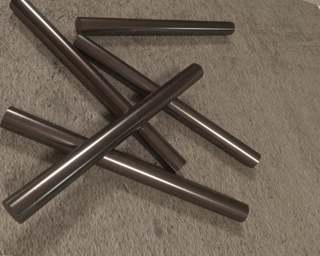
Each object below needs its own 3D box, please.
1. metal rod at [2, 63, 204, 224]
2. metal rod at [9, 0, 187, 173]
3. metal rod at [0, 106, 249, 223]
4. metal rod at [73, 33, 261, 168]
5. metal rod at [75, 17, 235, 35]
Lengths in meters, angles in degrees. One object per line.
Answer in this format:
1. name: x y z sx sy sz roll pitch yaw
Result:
1. metal rod: -0.036 -0.006 0.355 0.025 0.025 0.302 46 51 3
2. metal rod: -0.080 -0.056 0.395 0.300 0.025 0.025 45 51 3
3. metal rod: -0.028 0.048 0.360 0.302 0.025 0.025 24 53 -14
4. metal rod: 0.014 -0.034 0.433 0.301 0.025 0.025 33 51 -7
5. metal rod: 0.011 -0.167 0.512 0.303 0.025 0.025 -11 68 -33
